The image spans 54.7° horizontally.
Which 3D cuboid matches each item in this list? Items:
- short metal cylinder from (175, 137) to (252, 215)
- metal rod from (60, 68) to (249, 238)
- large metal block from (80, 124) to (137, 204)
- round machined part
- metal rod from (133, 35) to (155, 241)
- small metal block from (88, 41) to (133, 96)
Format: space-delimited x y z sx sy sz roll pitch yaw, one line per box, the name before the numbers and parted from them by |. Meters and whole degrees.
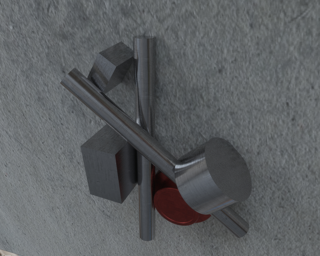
short metal cylinder | 0.065 0.058 0.374 0.080 0.080 0.050 49 129 -6
metal rod | 0.003 0.039 0.385 0.300 0.025 0.025 43 130 -13
large metal block | -0.058 0.042 0.428 0.050 0.080 0.079 11 123 22
round machined part | 0.030 0.100 0.443 0.098 0.042 0.097 13 124 20
metal rod | -0.019 0.031 0.416 0.025 0.025 0.298 11 117 22
small metal block | -0.059 -0.072 0.377 0.025 0.050 0.050 39 129 2
